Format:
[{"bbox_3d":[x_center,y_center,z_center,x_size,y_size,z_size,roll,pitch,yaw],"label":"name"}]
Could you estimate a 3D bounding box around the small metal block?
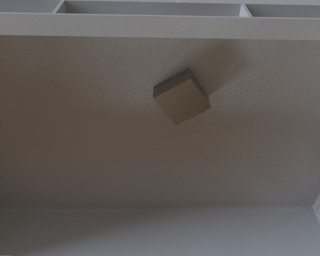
[{"bbox_3d":[0.027,-0.037,0.378,0.050,0.025,0.050,-27,126,20],"label":"small metal block"}]
